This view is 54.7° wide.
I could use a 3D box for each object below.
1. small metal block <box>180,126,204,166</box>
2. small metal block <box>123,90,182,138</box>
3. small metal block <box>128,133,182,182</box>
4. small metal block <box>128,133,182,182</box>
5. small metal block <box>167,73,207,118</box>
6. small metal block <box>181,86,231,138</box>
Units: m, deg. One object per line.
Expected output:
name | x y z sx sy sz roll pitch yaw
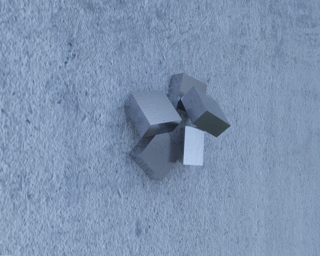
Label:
small metal block | 0.043 0.024 0.426 0.025 0.050 0.050 4 87 -2
small metal block | -0.009 -0.019 0.384 0.050 0.025 0.050 -10 59 -40
small metal block | -0.005 0.033 0.404 0.050 0.025 0.050 -53 121 -27
small metal block | -0.005 0.033 0.404 0.050 0.025 0.050 -53 121 -27
small metal block | 0.037 -0.045 0.440 0.050 0.025 0.050 18 79 -39
small metal block | 0.060 -0.021 0.408 0.050 0.025 0.050 27 30 -37
